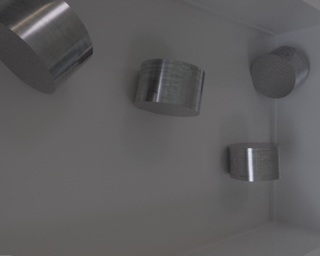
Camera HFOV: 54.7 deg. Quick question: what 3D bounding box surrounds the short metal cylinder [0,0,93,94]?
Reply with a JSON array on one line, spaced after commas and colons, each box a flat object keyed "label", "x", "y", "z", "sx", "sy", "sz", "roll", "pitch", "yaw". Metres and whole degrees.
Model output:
[{"label": "short metal cylinder", "x": -0.109, "y": -0.077, "z": 0.279, "sx": 0.080, "sy": 0.080, "sz": 0.050, "roll": 52, "pitch": 59, "yaw": -27}]

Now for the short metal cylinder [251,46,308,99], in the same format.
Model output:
[{"label": "short metal cylinder", "x": 0.210, "y": -0.098, "z": 0.546, "sx": 0.050, "sy": 0.080, "sz": 0.080, "roll": -33, "pitch": 111, "yaw": -35}]

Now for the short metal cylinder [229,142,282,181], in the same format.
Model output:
[{"label": "short metal cylinder", "x": 0.152, "y": 0.052, "z": 0.498, "sx": 0.081, "sy": 0.080, "sz": 0.050, "roll": -5, "pitch": 94, "yaw": -40}]

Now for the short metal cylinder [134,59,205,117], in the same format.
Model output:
[{"label": "short metal cylinder", "x": 0.012, "y": -0.047, "z": 0.381, "sx": 0.081, "sy": 0.080, "sz": 0.050, "roll": 15, "pitch": 81, "yaw": -39}]
